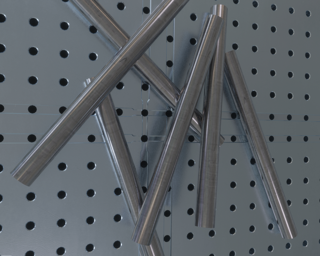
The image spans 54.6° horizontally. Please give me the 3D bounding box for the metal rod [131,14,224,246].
[{"bbox_3d":[0.025,-0.003,0.393,0.025,0.025,0.299,21,83,-19],"label":"metal rod"}]

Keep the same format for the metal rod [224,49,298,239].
[{"bbox_3d":[0.150,0.029,0.467,0.025,0.025,0.299,-24,98,-18],"label":"metal rod"}]

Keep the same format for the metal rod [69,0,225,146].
[{"bbox_3d":[-0.020,-0.081,0.404,0.300,0.025,0.025,45,76,-15],"label":"metal rod"}]

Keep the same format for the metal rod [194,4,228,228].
[{"bbox_3d":[0.070,-0.024,0.413,0.025,0.025,0.299,10,78,-20],"label":"metal rod"}]

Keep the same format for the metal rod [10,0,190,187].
[{"bbox_3d":[-0.058,-0.060,0.363,0.025,0.025,0.300,42,77,-15],"label":"metal rod"}]

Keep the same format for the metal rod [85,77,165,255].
[{"bbox_3d":[-0.036,0.079,0.399,0.025,0.025,0.299,-20,97,-19],"label":"metal rod"}]
